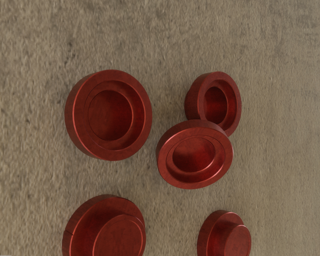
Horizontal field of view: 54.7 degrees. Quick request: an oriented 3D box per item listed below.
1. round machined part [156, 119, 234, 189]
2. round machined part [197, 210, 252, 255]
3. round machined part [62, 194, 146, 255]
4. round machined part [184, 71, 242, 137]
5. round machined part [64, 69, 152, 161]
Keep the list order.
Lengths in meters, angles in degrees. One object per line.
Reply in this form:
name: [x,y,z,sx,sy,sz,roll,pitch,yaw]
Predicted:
round machined part: [0.043,0.031,0.410,0.099,0.042,0.097,-4,121,-6]
round machined part: [0.107,0.182,0.486,0.099,0.042,0.097,0,90,-40]
round machined part: [-0.055,0.127,0.350,0.099,0.042,0.097,0,90,-40]
round machined part: [0.074,-0.032,0.459,0.099,0.042,0.097,0,90,-40]
round machined part: [-0.060,-0.014,0.345,0.099,0.042,0.097,0,90,-40]
